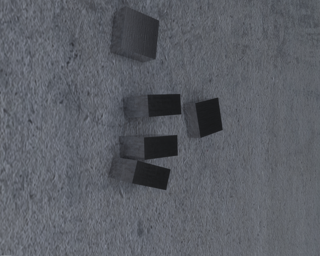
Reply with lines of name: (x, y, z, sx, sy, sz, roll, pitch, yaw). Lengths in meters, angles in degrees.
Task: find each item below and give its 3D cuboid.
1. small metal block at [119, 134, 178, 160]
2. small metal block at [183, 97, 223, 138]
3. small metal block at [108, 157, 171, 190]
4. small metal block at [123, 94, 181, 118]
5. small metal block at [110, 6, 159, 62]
small metal block: (-0.014, 0.022, 0.376, 0.050, 0.050, 0.025, -3, 92, -40)
small metal block: (0.064, -0.016, 0.458, 0.050, 0.025, 0.050, -16, 101, -39)
small metal block: (-0.025, 0.054, 0.367, 0.050, 0.050, 0.025, 20, 77, -38)
small metal block: (-0.010, -0.027, 0.380, 0.050, 0.050, 0.025, -6, 94, -40)
small metal block: (-0.030, -0.112, 0.379, 0.050, 0.025, 0.050, 9, 85, -40)
